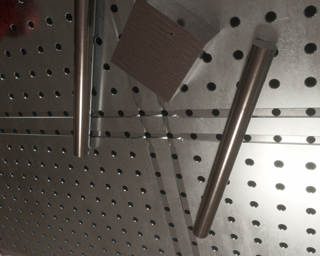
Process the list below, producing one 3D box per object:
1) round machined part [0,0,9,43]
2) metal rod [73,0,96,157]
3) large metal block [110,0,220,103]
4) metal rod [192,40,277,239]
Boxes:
[{"bbox_3d":[-0.252,-0.162,0.430,0.098,0.042,0.097,13,124,20],"label":"round machined part"},{"bbox_3d":[-0.102,-0.080,0.413,0.025,0.025,0.298,22,127,14],"label":"metal rod"},{"bbox_3d":[0.004,-0.089,0.337,0.080,0.050,0.079,36,129,3],"label":"large metal block"},{"bbox_3d":[0.083,0.038,0.390,0.025,0.025,0.298,21,126,15],"label":"metal rod"}]
